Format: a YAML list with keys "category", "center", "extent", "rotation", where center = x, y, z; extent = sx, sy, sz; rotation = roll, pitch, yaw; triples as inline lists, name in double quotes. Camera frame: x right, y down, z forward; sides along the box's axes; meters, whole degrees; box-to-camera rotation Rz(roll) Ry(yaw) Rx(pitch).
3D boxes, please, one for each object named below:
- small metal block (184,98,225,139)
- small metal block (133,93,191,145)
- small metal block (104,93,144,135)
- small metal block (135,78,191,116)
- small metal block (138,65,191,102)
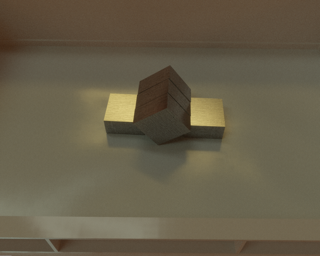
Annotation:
- category: "small metal block"
  center: [0.058, -0.014, 0.416]
  extent: [0.050, 0.025, 0.050]
  rotation: [2, 50, 1]
- category: "small metal block"
  center: [0.003, -0.010, 0.382]
  extent: [0.050, 0.050, 0.025]
  rotation: [-24, 43, 28]
- category: "small metal block"
  center: [-0.045, -0.019, 0.419]
  extent: [0.050, 0.025, 0.050]
  rotation: [3, 50, 2]
- category: "small metal block"
  center: [0.005, -0.029, 0.398]
  extent: [0.050, 0.050, 0.025]
  rotation: [-24, 43, 28]
- category: "small metal block"
  center: [0.007, -0.049, 0.414]
  extent: [0.050, 0.050, 0.025]
  rotation: [-23, 43, 28]
